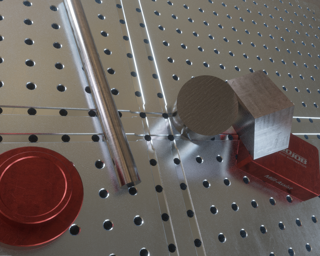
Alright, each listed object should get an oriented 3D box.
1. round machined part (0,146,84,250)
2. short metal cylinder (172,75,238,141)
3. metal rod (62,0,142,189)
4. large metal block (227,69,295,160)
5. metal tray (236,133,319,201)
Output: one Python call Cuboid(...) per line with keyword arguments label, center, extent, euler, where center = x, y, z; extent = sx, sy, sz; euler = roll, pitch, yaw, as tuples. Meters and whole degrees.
Cuboid(label="round machined part", center=(-0.122, 0.061, 0.294), extent=(0.099, 0.042, 0.098), euler=(14, 56, -21))
Cuboid(label="short metal cylinder", center=(0.058, -0.025, 0.419), extent=(0.081, 0.050, 0.080), euler=(1, 79, -6))
Cuboid(label="metal rod", center=(-0.083, -0.066, 0.403), extent=(0.025, 0.025, 0.299), euler=(-8, 66, -32))
Cuboid(label="large metal block", center=(0.132, -0.018, 0.420), extent=(0.050, 0.080, 0.080), euler=(-19, 45, -3))
Cuboid(label="metal tray", center=(0.184, 0.045, 0.477), extent=(0.131, 0.030, 0.090), euler=(27, 52, -11))
